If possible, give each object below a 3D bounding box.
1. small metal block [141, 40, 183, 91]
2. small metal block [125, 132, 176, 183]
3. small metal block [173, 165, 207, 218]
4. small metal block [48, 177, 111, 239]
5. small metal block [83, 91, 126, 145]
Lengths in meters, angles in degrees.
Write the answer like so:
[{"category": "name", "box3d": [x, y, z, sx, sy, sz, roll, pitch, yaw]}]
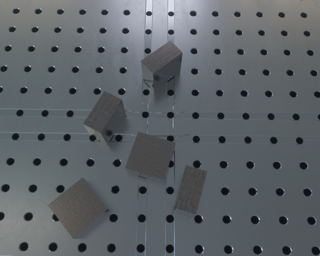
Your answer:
[{"category": "small metal block", "box3d": [0.003, -0.085, 0.430, 0.050, 0.050, 0.025, -38, 74, -13]}, {"category": "small metal block", "box3d": [-0.011, 0.038, 0.398, 0.050, 0.025, 0.050, 17, 71, 6]}, {"category": "small metal block", "box3d": [0.035, 0.077, 0.371, 0.025, 0.050, 0.050, 16, 71, 6]}, {"category": "small metal block", "box3d": [-0.096, 0.097, 0.376, 0.050, 0.025, 0.050, -39, 75, -13]}, {"category": "small metal block", "box3d": [-0.070, -0.012, 0.403, 0.025, 0.050, 0.050, 26, 72, 9]}]
